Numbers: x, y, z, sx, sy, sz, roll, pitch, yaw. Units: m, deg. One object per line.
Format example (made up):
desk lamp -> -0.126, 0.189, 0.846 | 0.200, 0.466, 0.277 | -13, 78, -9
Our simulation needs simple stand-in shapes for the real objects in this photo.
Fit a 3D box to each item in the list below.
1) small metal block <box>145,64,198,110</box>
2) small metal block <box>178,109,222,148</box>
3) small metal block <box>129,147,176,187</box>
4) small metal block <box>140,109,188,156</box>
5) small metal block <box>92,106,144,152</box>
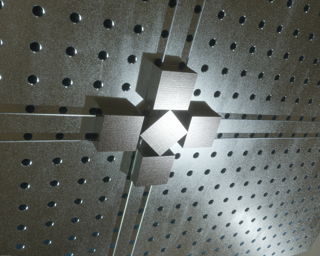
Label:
small metal block -> 0.014, -0.051, 0.389 | 0.050, 0.025, 0.050 | -1, 119, -29
small metal block -> 0.054, 0.001, 0.443 | 0.050, 0.025, 0.050 | 0, 119, -29
small metal block -> -0.011, 0.054, 0.440 | 0.050, 0.025, 0.050 | 0, 118, -29
small metal block -> 0.001, 0.002, 0.414 | 0.050, 0.025, 0.050 | -41, 130, -1
small metal block -> -0.052, 0.001, 0.384 | 0.050, 0.025, 0.050 | 1, 118, -30
